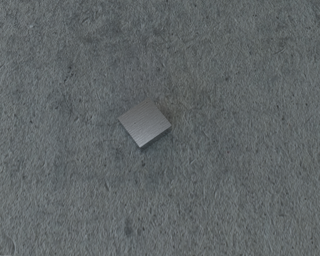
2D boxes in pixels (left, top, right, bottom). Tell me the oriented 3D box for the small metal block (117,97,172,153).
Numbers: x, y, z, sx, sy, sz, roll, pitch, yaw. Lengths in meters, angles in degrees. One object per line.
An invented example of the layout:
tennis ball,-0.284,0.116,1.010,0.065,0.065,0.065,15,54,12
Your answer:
small metal block,-0.020,-0.004,0.411,0.050,0.025,0.050,-35,74,-12
